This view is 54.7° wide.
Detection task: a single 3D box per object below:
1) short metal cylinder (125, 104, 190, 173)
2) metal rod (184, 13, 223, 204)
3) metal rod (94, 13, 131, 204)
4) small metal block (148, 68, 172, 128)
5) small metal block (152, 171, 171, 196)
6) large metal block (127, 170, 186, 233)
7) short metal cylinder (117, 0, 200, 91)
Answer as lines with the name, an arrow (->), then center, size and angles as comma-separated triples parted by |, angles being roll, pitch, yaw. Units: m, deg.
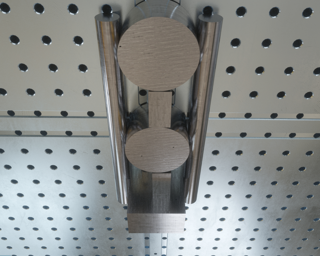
short metal cylinder -> -0.003, 0.013, 0.406 | 0.081, 0.050, 0.079 | 0, 130, 0
metal rod -> 0.050, 0.001, 0.412 | 0.025, 0.025, 0.298 | 0, 130, -1
metal rod -> -0.056, 0.001, 0.410 | 0.025, 0.025, 0.298 | 0, 130, -1
small metal block -> 0.000, -0.036, 0.363 | 0.025, 0.050, 0.050 | 1, 130, -1
small metal block -> 0.002, 0.063, 0.448 | 0.025, 0.050, 0.050 | 0, 130, 0
large metal block -> -0.005, 0.110, 0.469 | 0.081, 0.080, 0.050 | 1, 130, -1
short metal cylinder -> -0.001, -0.085, 0.322 | 0.081, 0.050, 0.079 | 0, 130, 0
